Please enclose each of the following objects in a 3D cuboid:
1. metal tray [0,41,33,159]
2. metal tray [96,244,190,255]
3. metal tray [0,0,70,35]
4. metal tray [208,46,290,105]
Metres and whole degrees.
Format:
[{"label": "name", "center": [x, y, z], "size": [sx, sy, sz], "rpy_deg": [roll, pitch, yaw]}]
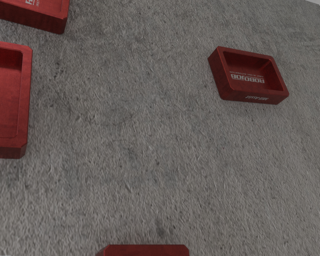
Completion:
[{"label": "metal tray", "center": [-0.185, -0.034, 0.321], "size": [0.091, 0.030, 0.130], "rpy_deg": [5, 59, -26]}, {"label": "metal tray", "center": [-0.013, 0.178, 0.285], "size": [0.091, 0.030, 0.130], "rpy_deg": [10, 58, -23]}, {"label": "metal tray", "center": [-0.171, -0.196, 0.427], "size": [0.091, 0.030, 0.130], "rpy_deg": [10, 57, -23]}, {"label": "metal tray", "center": [0.154, -0.090, 0.537], "size": [0.131, 0.030, 0.090], "rpy_deg": [2, 61, -27]}]
